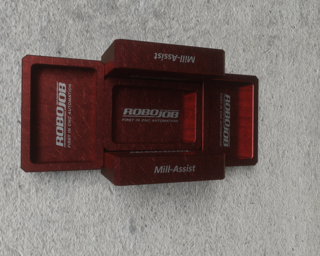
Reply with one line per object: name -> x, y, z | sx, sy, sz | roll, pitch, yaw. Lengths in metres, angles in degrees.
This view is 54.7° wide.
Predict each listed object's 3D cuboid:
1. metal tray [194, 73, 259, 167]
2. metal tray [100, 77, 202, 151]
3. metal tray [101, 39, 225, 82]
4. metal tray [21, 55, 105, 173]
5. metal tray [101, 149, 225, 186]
metal tray -> 0.095, -0.011, 0.444 | 0.091, 0.030, 0.129 | 1, 90, -21
metal tray -> -0.010, -0.016, 0.405 | 0.131, 0.030, 0.089 | 1, 90, -21
metal tray -> 0.001, -0.076, 0.377 | 0.131, 0.090, 0.030 | 0, 90, -20
metal tray -> -0.114, -0.016, 0.366 | 0.091, 0.030, 0.129 | 1, 90, -21
metal tray -> 0.001, 0.044, 0.375 | 0.131, 0.090, 0.030 | 0, 90, -20
